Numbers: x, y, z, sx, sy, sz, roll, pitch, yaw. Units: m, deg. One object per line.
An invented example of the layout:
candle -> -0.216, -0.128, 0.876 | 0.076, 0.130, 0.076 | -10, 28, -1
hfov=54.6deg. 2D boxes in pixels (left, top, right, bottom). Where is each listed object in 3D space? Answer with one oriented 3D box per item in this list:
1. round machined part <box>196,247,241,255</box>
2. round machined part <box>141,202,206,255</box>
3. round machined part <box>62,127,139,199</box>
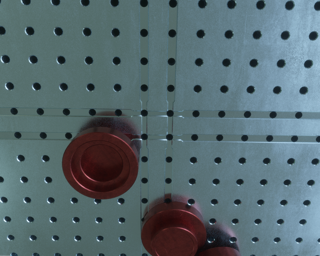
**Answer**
round machined part -> 0.088, 0.232, 0.477 | 0.099, 0.042, 0.097 | -6, 123, -10
round machined part -> 0.021, 0.164, 0.465 | 0.099, 0.042, 0.097 | 0, 110, 0
round machined part -> -0.077, 0.044, 0.420 | 0.099, 0.042, 0.097 | 0, 110, 0
